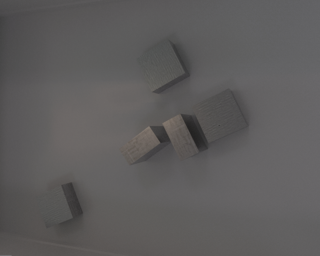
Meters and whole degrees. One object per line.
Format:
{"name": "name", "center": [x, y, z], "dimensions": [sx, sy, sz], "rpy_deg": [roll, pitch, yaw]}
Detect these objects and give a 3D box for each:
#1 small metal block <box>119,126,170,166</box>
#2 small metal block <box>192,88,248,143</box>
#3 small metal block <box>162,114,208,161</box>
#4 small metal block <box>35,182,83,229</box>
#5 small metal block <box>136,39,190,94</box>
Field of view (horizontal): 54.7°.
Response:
{"name": "small metal block", "center": [-0.017, 0.022, 0.403], "dimensions": [0.050, 0.050, 0.025], "rpy_deg": [-37, 78, 16]}
{"name": "small metal block", "center": [0.075, -0.014, 0.384], "dimensions": [0.050, 0.025, 0.050], "rpy_deg": [-26, 82, 18]}
{"name": "small metal block", "center": [0.033, 0.011, 0.386], "dimensions": [0.025, 0.050, 0.050], "rpy_deg": [-29, 81, 18]}
{"name": "small metal block", "center": [-0.151, 0.115, 0.464], "dimensions": [0.050, 0.025, 0.050], "rpy_deg": [-25, 82, 18]}
{"name": "small metal block", "center": [0.004, -0.080, 0.409], "dimensions": [0.050, 0.025, 0.050], "rpy_deg": [-28, 81, 17]}
